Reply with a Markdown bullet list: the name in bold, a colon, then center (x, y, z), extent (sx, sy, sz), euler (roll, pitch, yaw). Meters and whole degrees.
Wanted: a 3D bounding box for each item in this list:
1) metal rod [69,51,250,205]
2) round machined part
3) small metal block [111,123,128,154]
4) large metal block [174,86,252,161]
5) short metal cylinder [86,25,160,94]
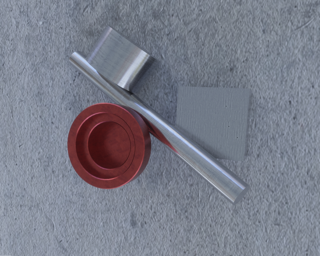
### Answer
- **metal rod**: center (-0.021, -0.017, 0.377), extent (0.300, 0.025, 0.025), euler (40, 103, 30)
- **round machined part**: center (-0.056, 0.020, 0.367), extent (0.098, 0.042, 0.097), euler (1, 92, 19)
- **small metal block**: center (-0.044, 0.007, 0.412), extent (0.025, 0.050, 0.050), euler (-2, 89, 20)
- **large metal block**: center (0.065, -0.006, 0.374), extent (0.080, 0.050, 0.079), euler (5, 92, 19)
- **short metal cylinder**: center (-0.047, -0.088, 0.396), extent (0.080, 0.080, 0.050), euler (39, 102, 15)
